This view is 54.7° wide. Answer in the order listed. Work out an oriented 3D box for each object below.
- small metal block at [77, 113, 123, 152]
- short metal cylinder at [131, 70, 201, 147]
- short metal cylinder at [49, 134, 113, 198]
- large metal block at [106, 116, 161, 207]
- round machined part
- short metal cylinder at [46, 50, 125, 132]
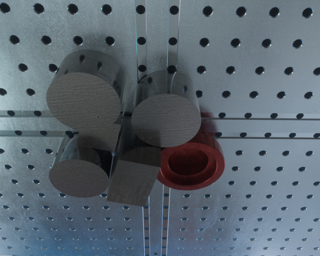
[{"bbox_3d":[-0.080,0.002,0.412,0.050,0.025,0.050,11,129,-10],"label":"small metal block"},{"bbox_3d":[0.007,-0.022,0.376,0.081,0.050,0.079,0,130,0],"label":"short metal cylinder"},{"bbox_3d":[-0.110,0.054,0.440,0.081,0.050,0.079,0,130,0],"label":"short metal cylinder"},{"bbox_3d":[-0.034,0.044,0.408,0.050,0.080,0.079,12,129,-10],"label":"large metal block"},{"bbox_3d":[0.039,0.041,0.435,0.099,0.042,0.097,0,130,0],"label":"round machined part"},{"bbox_3d":[-0.083,-0.042,0.358,0.081,0.050,0.079,0,130,0],"label":"short metal cylinder"}]
